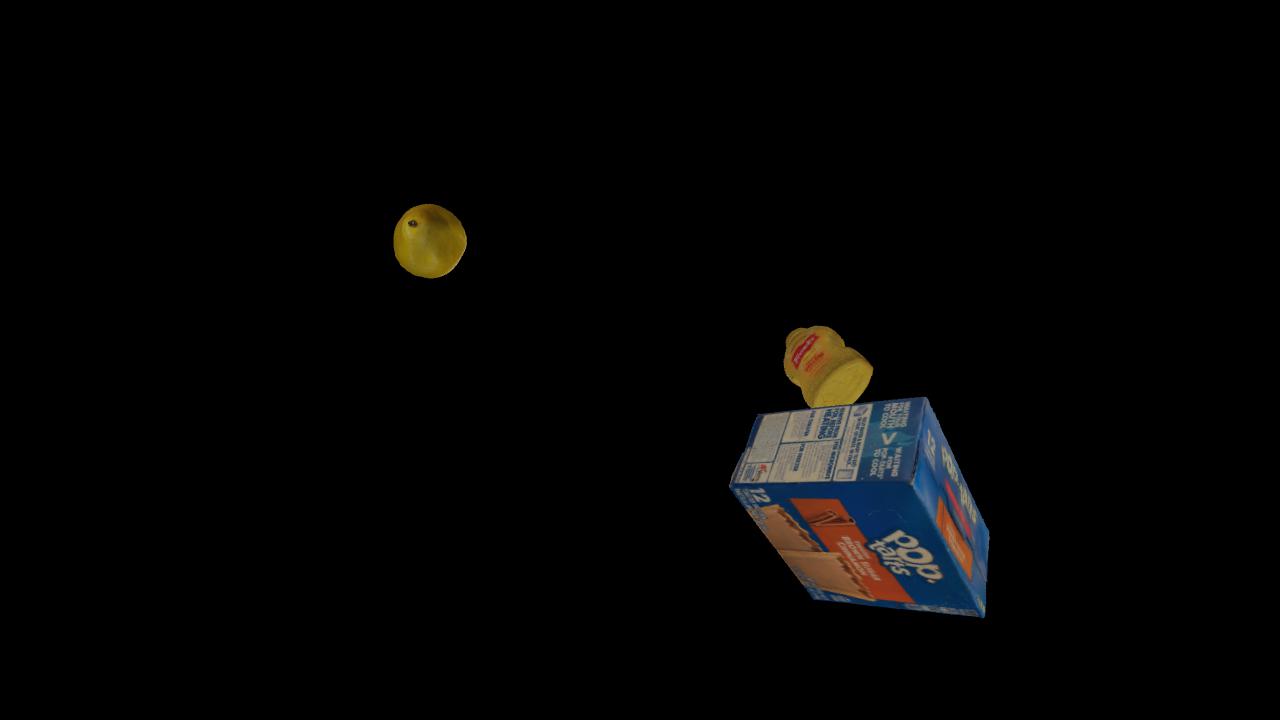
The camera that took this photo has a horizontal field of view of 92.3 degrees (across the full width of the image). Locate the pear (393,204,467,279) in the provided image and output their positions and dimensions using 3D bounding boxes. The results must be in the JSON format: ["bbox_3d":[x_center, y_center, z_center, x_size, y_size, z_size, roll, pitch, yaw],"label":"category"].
[{"bbox_3d":[-0.227,-0.136,0.648,0.080,0.080,0.111,0,-16,-7],"label":"pear"}]

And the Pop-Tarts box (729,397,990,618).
[{"bbox_3d":[0.178,0.120,0.490,0.141,0.167,0.083,-11,37,40],"label":"Pop-Tarts box"}]

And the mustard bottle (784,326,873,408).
[{"bbox_3d":[0.239,0.000,0.834,0.054,0.092,0.184,28,18,-17],"label":"mustard bottle"}]
